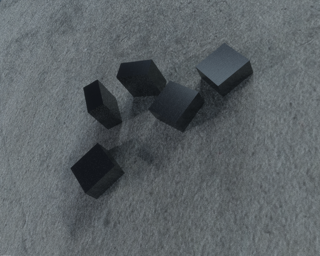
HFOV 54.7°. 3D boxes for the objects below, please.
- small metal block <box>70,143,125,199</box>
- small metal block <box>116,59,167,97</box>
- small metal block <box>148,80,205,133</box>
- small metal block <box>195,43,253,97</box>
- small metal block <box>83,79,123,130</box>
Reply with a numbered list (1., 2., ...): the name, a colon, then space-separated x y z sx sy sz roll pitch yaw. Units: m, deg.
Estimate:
1. small metal block: -0.083 0.056 0.411 0.050 0.025 0.050 -43 51 -2
2. small metal block: -0.025 -0.070 0.443 0.050 0.050 0.025 -1 62 27
3. small metal block: 0.022 -0.029 0.409 0.050 0.025 0.050 29 77 37
4. small metal block: 0.084 -0.077 0.406 0.050 0.025 0.050 -40 51 1
5. small metal block: -0.083 -0.034 0.450 0.025 0.050 0.050 -28 52 10
